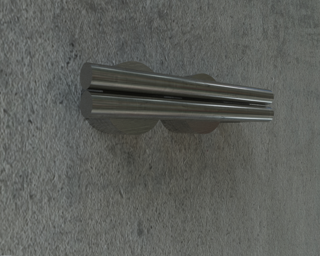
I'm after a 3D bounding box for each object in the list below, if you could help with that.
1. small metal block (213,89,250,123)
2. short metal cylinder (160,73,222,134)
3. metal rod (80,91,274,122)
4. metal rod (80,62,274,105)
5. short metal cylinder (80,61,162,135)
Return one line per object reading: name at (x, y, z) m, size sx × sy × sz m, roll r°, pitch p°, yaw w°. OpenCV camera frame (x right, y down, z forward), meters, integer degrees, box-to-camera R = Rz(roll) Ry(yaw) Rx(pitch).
small metal block at (0.111, -0.033, 0.484) m, size 0.025 × 0.050 × 0.050 m, roll -2°, pitch 91°, yaw -40°
short metal cylinder at (0.042, -0.032, 0.425) m, size 0.081 × 0.050 × 0.080 m, roll 0°, pitch 90°, yaw -40°
metal rod at (0.048, -0.021, 0.380) m, size 0.302 × 0.025 × 0.025 m, roll 0°, pitch 90°, yaw -40°
metal rod at (0.048, -0.047, 0.380) m, size 0.302 × 0.025 × 0.025 m, roll 0°, pitch 90°, yaw -40°
short metal cylinder at (-0.042, -0.032, 0.353) m, size 0.081 × 0.050 × 0.080 m, roll 0°, pitch 90°, yaw -40°
